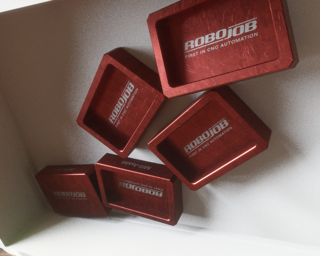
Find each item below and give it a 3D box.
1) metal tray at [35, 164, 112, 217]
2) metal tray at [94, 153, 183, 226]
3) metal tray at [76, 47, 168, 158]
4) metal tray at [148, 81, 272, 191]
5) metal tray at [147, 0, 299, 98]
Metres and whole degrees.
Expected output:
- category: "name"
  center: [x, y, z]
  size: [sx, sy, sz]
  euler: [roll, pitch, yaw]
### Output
- category: "metal tray"
  center: [-0.151, 0.111, 0.551]
  size: [0.130, 0.030, 0.090]
  euler: [-6, 116, 30]
- category: "metal tray"
  center: [-0.032, 0.093, 0.478]
  size: [0.130, 0.030, 0.089]
  euler: [9, 123, 23]
- category: "metal tray"
  center: [-0.051, -0.029, 0.412]
  size: [0.090, 0.030, 0.129]
  euler: [37, 129, 3]
- category: "metal tray"
  center: [0.057, 0.015, 0.383]
  size: [0.090, 0.030, 0.129]
  euler: [45, 129, -4]
- category: "metal tray"
  center: [0.056, -0.086, 0.302]
  size: [0.130, 0.030, 0.089]
  euler: [-11, 93, 32]
